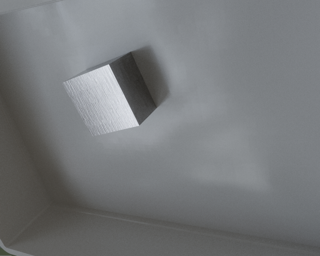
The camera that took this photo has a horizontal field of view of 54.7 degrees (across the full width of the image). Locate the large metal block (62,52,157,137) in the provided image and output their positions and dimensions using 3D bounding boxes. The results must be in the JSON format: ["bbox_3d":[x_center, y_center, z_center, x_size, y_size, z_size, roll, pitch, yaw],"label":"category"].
[{"bbox_3d":[-0.063,-0.042,0.399,0.080,0.050,0.080,-12,112,33],"label":"large metal block"}]
